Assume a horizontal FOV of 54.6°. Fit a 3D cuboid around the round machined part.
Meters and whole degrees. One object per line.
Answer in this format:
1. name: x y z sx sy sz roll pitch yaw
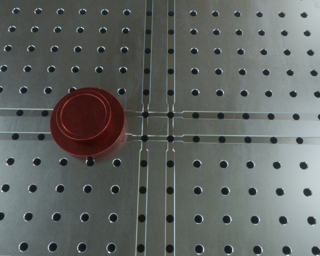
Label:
1. round machined part: -0.095 -0.010 0.406 0.099 0.042 0.098 0 70 0
